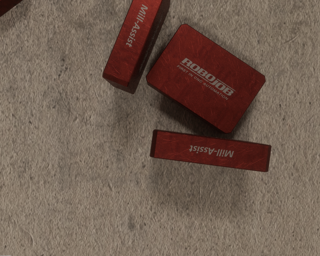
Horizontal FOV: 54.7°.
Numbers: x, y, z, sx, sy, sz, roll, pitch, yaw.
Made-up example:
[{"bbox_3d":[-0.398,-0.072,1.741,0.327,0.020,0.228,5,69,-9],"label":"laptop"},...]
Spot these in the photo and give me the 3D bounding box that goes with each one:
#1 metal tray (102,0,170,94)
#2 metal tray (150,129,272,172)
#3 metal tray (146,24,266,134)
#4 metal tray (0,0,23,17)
[{"bbox_3d":[-0.025,-0.110,0.377,0.030,0.090,0.129,22,90,0],"label":"metal tray"},{"bbox_3d":[0.055,0.025,0.378,0.131,0.090,0.030,7,90,-1],"label":"metal tray"},{"bbox_3d":[0.059,-0.063,0.408,0.130,0.030,0.090,34,90,-1],"label":"metal tray"},{"bbox_3d":[-0.247,-0.208,0.404,0.090,0.030,0.130,-38,91,-1],"label":"metal tray"}]
